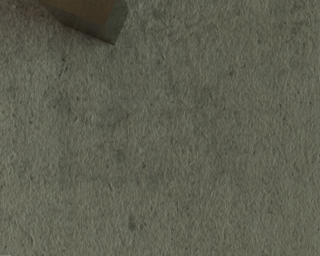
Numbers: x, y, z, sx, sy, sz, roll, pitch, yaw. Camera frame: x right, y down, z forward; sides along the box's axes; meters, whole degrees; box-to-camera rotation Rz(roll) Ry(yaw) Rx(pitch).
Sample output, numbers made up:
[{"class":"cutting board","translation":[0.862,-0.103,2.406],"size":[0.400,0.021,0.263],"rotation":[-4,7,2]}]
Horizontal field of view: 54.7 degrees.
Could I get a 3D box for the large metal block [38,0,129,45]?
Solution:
[{"class":"large metal block","translation":[-0.089,-0.150,0.381],"size":[0.080,0.080,0.050],"rotation":[22,90,-1]}]
